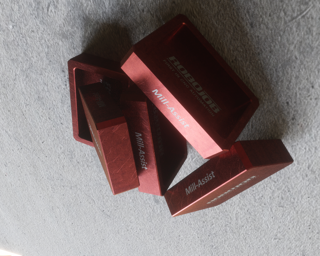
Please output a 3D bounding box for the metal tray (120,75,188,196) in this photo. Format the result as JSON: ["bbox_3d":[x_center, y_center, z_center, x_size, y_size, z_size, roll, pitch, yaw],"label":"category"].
[{"bbox_3d":[-0.001,0.003,0.368,0.030,0.090,0.129,6,122,25],"label":"metal tray"}]

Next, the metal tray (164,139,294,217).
[{"bbox_3d":[0.076,0.059,0.362,0.129,0.091,0.030,-44,58,39],"label":"metal tray"}]

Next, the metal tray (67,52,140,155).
[{"bbox_3d":[-0.077,-0.029,0.426,0.090,0.030,0.129,18,126,17],"label":"metal tray"}]

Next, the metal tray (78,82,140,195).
[{"bbox_3d":[-0.064,0.007,0.371,0.130,0.030,0.089,-131,29,-57],"label":"metal tray"}]

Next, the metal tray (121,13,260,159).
[{"bbox_3d":[0.035,-0.044,0.317,0.130,0.090,0.030,47,143,-6],"label":"metal tray"}]
